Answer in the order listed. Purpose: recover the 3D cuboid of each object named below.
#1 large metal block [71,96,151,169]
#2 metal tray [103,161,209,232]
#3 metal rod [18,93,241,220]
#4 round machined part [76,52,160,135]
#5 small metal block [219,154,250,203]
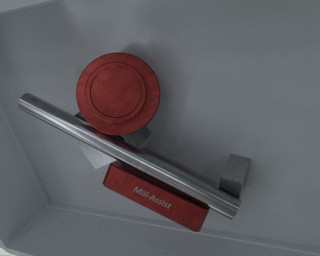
[{"bbox_3d":[-0.074,0.001,0.428,0.080,0.050,0.080,-25,105,36],"label":"large metal block"},{"bbox_3d":[0.003,0.079,0.406,0.130,0.090,0.030,24,100,13],"label":"metal tray"},{"bbox_3d":[-0.046,0.029,0.381,0.301,0.025,0.025,26,127,11],"label":"metal rod"},{"bbox_3d":[-0.049,-0.040,0.362,0.099,0.042,0.097,0,91,-1],"label":"round machined part"},{"bbox_3d":[0.091,0.069,0.384,0.025,0.050,0.050,14,124,20],"label":"small metal block"}]
